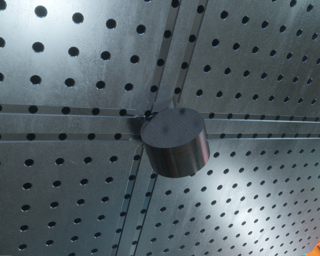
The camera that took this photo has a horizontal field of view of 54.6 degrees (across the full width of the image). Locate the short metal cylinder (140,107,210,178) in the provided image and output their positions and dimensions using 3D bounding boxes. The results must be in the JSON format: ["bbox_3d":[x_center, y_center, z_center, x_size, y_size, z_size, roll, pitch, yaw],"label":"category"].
[{"bbox_3d":[0.020,0.017,0.396,0.080,0.080,0.050,-25,127,-13],"label":"short metal cylinder"}]
